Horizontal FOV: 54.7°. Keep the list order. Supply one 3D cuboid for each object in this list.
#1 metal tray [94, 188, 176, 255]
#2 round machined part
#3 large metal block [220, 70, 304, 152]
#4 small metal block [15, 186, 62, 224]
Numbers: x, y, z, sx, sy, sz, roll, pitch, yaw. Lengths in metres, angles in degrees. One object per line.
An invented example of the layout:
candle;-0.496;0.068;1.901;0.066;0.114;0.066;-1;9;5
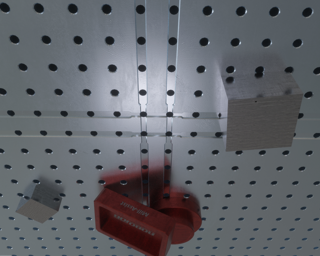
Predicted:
metal tray;-0.044;0.160;0.509;0.130;0.030;0.089;20;132;15
round machined part;0.025;0.169;0.544;0.099;0.042;0.097;0;130;0
large metal block;0.118;-0.020;0.380;0.080;0.050;0.080;-5;130;4
small metal block;-0.203;0.130;0.520;0.050;0.025;0.050;36;121;-27
